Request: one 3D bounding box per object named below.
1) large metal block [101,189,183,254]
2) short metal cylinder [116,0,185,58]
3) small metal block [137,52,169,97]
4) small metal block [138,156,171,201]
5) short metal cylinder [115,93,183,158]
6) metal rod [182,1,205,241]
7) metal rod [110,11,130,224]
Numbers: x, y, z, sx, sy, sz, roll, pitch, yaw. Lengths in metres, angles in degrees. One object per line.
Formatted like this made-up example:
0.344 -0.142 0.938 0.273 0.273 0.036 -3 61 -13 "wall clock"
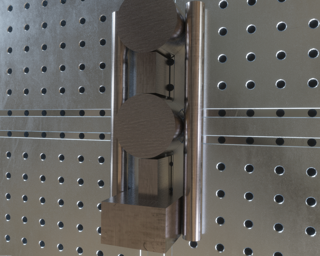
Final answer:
-0.018 0.112 0.390 0.080 0.080 0.050 1 91 20 "large metal block"
-0.009 -0.132 0.402 0.080 0.050 0.080 0 90 20 "short metal cylinder"
-0.008 -0.068 0.401 0.025 0.050 0.050 1 90 20 "small metal block"
-0.006 0.063 0.400 0.025 0.050 0.050 0 90 20 "small metal block"
-0.011 -0.003 0.403 0.080 0.050 0.080 0 90 20 "short metal cylinder"
0.043 -0.008 0.396 0.025 0.025 0.298 1 90 20 "metal rod"
-0.056 -0.009 0.431 0.025 0.025 0.298 1 90 20 "metal rod"
